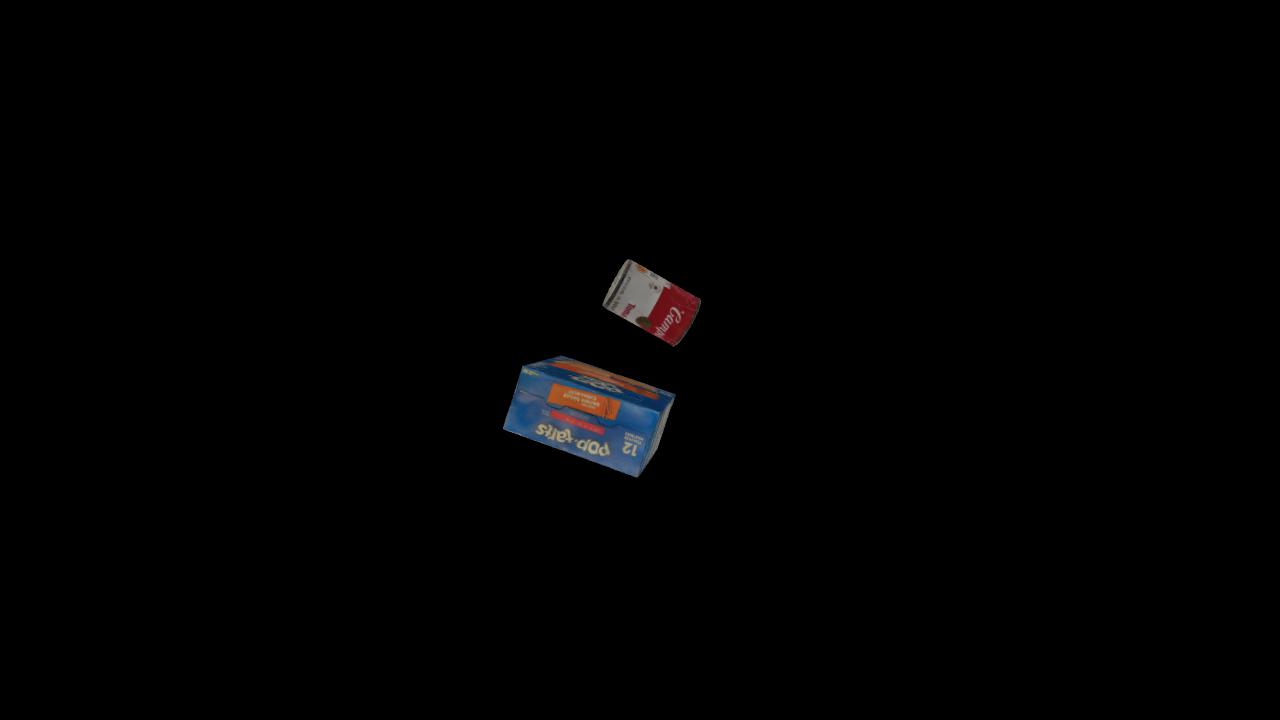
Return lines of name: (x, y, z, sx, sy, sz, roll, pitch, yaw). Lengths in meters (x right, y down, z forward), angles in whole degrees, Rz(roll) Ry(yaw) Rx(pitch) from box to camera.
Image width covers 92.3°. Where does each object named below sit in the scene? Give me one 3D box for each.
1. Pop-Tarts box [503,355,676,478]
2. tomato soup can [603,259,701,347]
Pop-Tarts box: (-0.054, 0.061, 0.749, 0.167, 0.083, 0.141, 18, 9, 9)
tomato soup can: (0.014, -0.070, 0.743, 0.101, 0.068, 0.068, 29, -5, -10)
